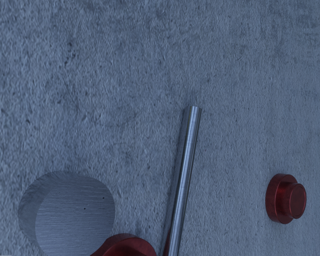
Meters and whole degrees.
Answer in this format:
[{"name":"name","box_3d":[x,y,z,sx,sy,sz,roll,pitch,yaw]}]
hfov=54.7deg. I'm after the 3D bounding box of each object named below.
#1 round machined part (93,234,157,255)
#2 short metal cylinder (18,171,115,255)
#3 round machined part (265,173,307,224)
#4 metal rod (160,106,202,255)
[{"name":"round machined part","box_3d":[-0.039,0.179,0.363,0.099,0.042,0.097,0,90,-40]},{"name":"short metal cylinder","box_3d":[-0.093,0.086,0.312,0.081,0.050,0.079,0,90,-40]},{"name":"round machined part","box_3d":[0.253,0.141,0.610,0.099,0.042,0.097,0,90,-40]},{"name":"metal rod","box_3d":[0.023,0.117,0.426,0.025,0.025,0.299,17,79,-39]}]
